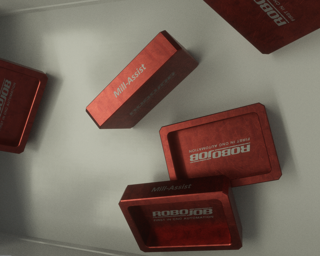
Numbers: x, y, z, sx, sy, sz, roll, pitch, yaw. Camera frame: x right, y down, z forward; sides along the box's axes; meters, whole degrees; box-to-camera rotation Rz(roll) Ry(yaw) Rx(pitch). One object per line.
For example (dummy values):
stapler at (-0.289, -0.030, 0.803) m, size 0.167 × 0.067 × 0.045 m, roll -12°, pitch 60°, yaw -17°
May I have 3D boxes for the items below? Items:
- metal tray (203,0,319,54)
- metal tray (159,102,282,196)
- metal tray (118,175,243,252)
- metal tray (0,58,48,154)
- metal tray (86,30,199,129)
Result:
metal tray at (0.104, -0.137, 0.307) m, size 0.090 × 0.131 × 0.030 m, roll -24°, pitch 45°, yaw 47°
metal tray at (0.072, 0.028, 0.381) m, size 0.130 × 0.030 × 0.090 m, roll -14°, pitch 85°, yaw 19°
metal tray at (0.026, 0.107, 0.376) m, size 0.130 × 0.030 × 0.090 m, roll -10°, pitch 117°, yaw 19°
metal tray at (-0.231, -0.033, 0.455) m, size 0.030 × 0.091 × 0.129 m, roll 32°, pitch 103°, yaw 55°
metal tray at (-0.018, -0.052, 0.381) m, size 0.130 × 0.090 × 0.030 m, roll -42°, pitch 77°, yaw 15°
